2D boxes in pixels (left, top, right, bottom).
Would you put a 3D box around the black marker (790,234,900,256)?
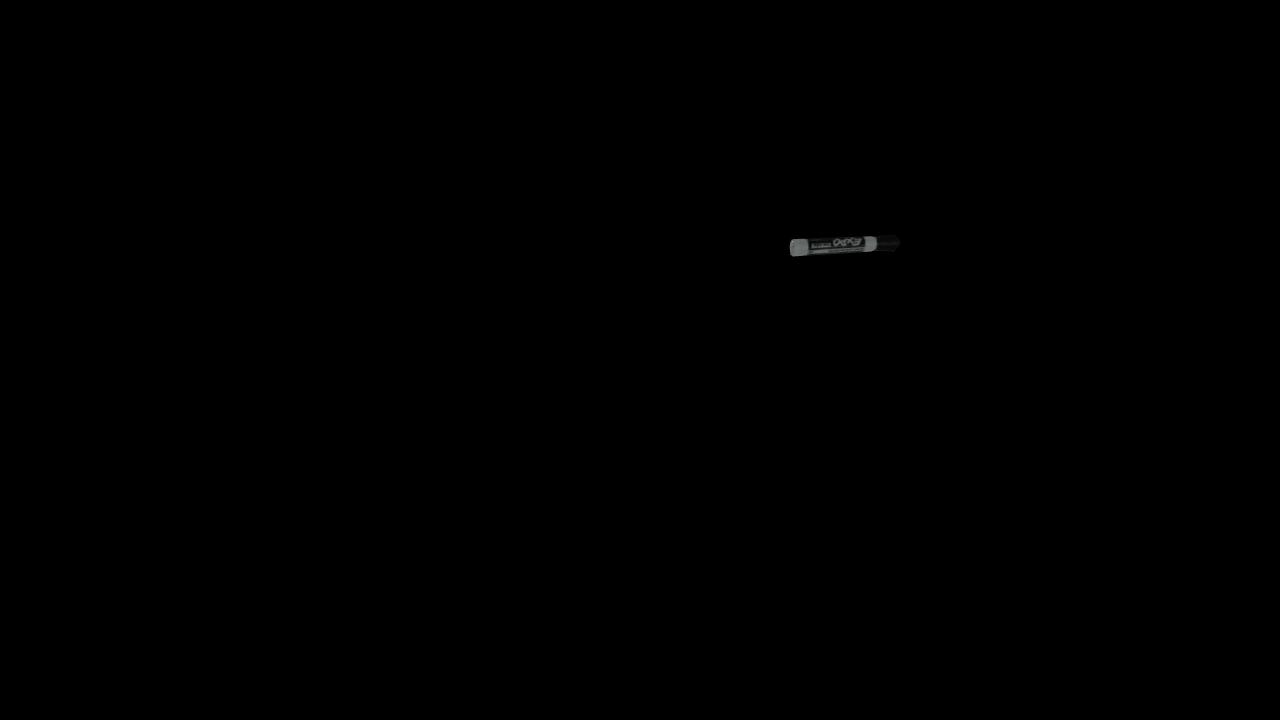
[{"bbox_3d":[0.226,-0.127,0.677,0.121,0.020,0.020,-4,0,-4],"label":"black marker"}]
